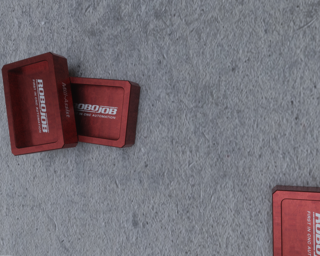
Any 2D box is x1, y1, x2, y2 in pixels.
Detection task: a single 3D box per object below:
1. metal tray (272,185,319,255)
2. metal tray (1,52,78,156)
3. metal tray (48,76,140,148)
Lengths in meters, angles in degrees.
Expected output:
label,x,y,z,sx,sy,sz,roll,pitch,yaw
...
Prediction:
label,x,y,z,sx,sy,sz,roll,pitch,yaw
metal tray,0.174,0.133,0.344,0.090,0.030,0.129,-1,90,20
metal tray,-0.169,-0.031,0.433,0.090,0.030,0.129,-9,87,20
metal tray,-0.097,-0.025,0.440,0.130,0.030,0.089,7,92,19
